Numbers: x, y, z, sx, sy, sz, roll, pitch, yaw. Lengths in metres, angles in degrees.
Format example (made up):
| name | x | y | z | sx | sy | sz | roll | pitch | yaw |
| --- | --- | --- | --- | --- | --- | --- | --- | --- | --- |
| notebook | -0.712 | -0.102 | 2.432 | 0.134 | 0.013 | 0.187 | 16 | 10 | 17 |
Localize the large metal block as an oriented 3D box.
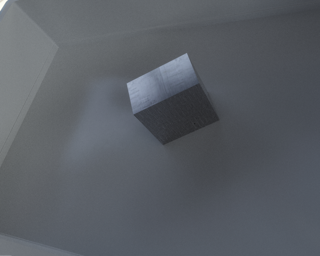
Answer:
| name | x | y | z | sx | sy | sz | roll | pitch | yaw |
| --- | --- | --- | --- | --- | --- | --- | --- | --- | --- |
| large metal block | 0.018 | -0.032 | 0.382 | 0.080 | 0.080 | 0.050 | -25 | 53 | 13 |
